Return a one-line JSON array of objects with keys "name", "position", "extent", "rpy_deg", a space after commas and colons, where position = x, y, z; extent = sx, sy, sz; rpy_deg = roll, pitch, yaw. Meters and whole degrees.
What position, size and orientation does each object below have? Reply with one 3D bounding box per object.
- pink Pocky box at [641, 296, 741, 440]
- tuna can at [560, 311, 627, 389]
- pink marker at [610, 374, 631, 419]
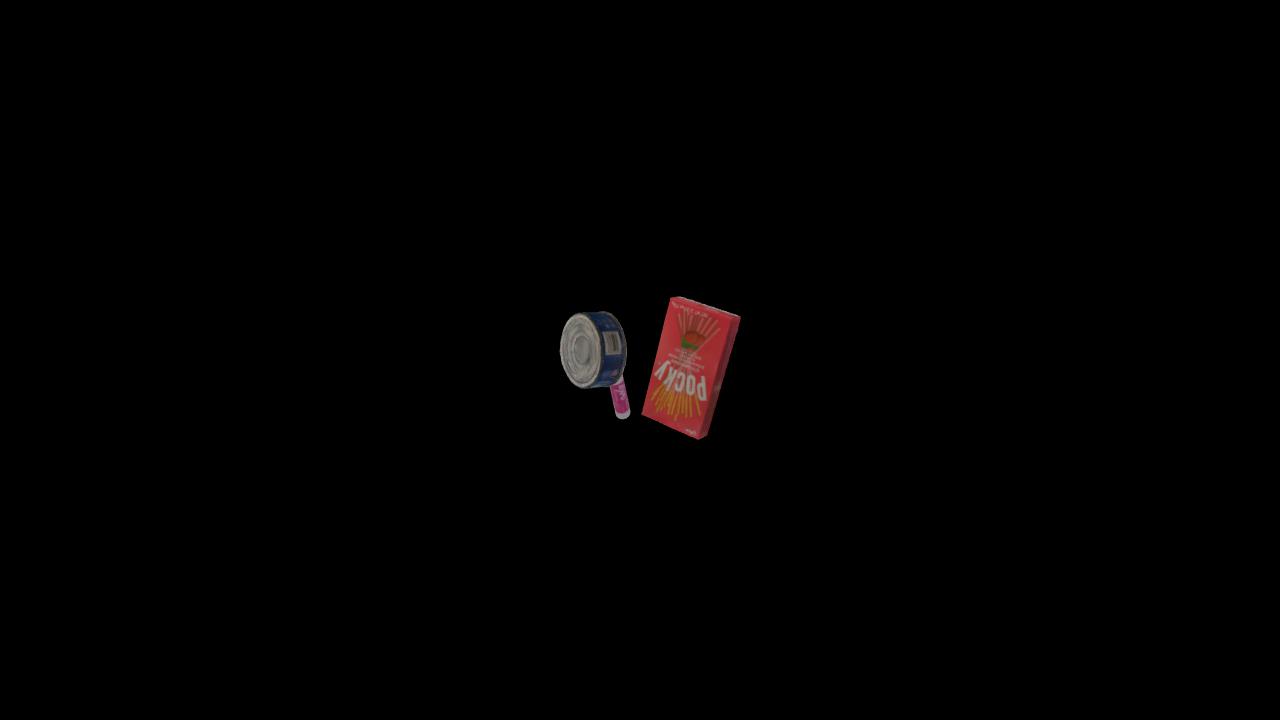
[{"name": "pink Pocky box", "position": [0.059, 0.009, 0.735], "extent": [0.084, 0.155, 0.029], "rpy_deg": [22, 17, 27]}, {"name": "tuna can", "position": [-0.052, -0.011, 0.669], "extent": [0.034, 0.084, 0.084], "rpy_deg": [-5, 3, -39]}, {"name": "pink marker", "position": [-0.025, 0.031, 0.700], "extent": [0.020, 0.020, 0.121], "rpy_deg": [0, -34, 6]}]
